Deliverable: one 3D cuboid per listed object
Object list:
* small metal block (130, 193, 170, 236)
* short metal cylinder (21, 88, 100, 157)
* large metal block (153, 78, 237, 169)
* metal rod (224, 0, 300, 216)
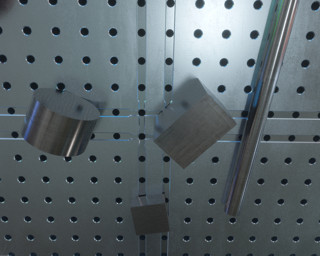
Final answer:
[{"bbox_3d":[-0.014,0.129,0.461,0.050,0.025,0.050,-8,110,2],"label":"small metal block"},{"bbox_3d":[-0.121,-0.008,0.379,0.080,0.080,0.050,23,108,-9],"label":"short metal cylinder"},{"bbox_3d":[0.039,-0.008,0.382,0.080,0.080,0.050,-42,105,14],"label":"large metal block"},{"bbox_3d":[0.129,-0.015,0.409,0.025,0.025,0.298,8,110,-3],"label":"metal rod"}]
